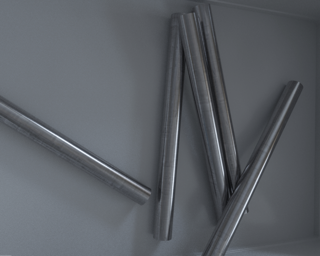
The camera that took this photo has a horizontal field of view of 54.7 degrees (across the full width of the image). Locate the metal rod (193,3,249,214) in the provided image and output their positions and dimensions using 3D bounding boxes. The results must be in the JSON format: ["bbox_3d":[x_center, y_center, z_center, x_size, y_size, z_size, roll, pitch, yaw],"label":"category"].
[{"bbox_3d":[0.088,-0.023,0.442,0.025,0.025,0.298,-13,95,-20],"label":"metal rod"}]

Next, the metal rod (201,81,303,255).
[{"bbox_3d":[0.137,0.052,0.438,0.025,0.025,0.300,39,69,-16],"label":"metal rod"}]

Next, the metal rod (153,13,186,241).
[{"bbox_3d":[0.015,-0.003,0.415,0.025,0.025,0.298,5,88,-20],"label":"metal rod"}]

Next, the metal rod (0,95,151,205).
[{"bbox_3d":[-0.137,0.007,0.359,0.301,0.025,0.025,35,79,-17],"label":"metal rod"}]

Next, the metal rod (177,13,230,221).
[{"bbox_3d":[0.066,0.000,0.420,0.025,0.025,0.298,-16,101,-19],"label":"metal rod"}]
